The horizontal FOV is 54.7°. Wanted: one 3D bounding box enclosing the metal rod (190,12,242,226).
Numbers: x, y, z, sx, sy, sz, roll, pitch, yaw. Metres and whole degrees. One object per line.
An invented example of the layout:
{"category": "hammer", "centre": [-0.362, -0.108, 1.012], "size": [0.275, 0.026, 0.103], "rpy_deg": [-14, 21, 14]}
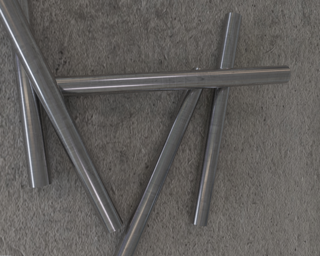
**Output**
{"category": "metal rod", "centre": [0.080, -0.015, 0.438], "size": [0.025, 0.025, 0.298], "rpy_deg": [11, 86, -20]}

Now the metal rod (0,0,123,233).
{"category": "metal rod", "centre": [-0.111, -0.011, 0.350], "size": [0.025, 0.025, 0.299], "rpy_deg": [-27, 106, -18]}

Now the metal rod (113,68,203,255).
{"category": "metal rod", "centre": [-0.002, 0.059, 0.408], "size": [0.025, 0.025, 0.299], "rpy_deg": [26, 81, -18]}

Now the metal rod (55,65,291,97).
{"category": "metal rod", "centre": [0.025, -0.061, 0.395], "size": [0.302, 0.025, 0.025], "rpy_deg": [-5, 92, -12]}

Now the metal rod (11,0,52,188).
{"category": "metal rod", "centre": [-0.154, -0.082, 0.352], "size": [0.025, 0.025, 0.298], "rpy_deg": [-7, 93, -20]}
